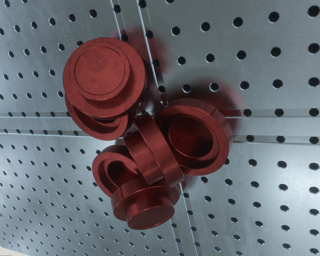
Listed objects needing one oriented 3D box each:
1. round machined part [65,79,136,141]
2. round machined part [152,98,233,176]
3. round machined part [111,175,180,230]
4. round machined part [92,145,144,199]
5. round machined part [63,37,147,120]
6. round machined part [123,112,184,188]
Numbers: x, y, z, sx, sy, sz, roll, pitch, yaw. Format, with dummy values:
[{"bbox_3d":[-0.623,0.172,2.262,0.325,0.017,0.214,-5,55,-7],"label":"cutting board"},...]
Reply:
[{"bbox_3d":[-0.075,-0.035,0.418,0.098,0.042,0.097,13,124,21],"label":"round machined part"},{"bbox_3d":[0.041,0.007,0.383,0.098,0.042,0.097,13,124,21],"label":"round machined part"},{"bbox_3d":[-0.017,0.110,0.441,0.099,0.042,0.098,-13,142,-11],"label":"round machined part"},{"bbox_3d":[-0.050,0.066,0.467,0.098,0.042,0.097,13,124,21],"label":"round machined part"},{"bbox_3d":[-0.065,-0.061,0.362,0.098,0.042,0.098,0,82,2],"label":"round machined part"},{"bbox_3d":[-0.012,0.032,0.388,0.042,0.098,0.098,-29,107,-6],"label":"round machined part"}]
